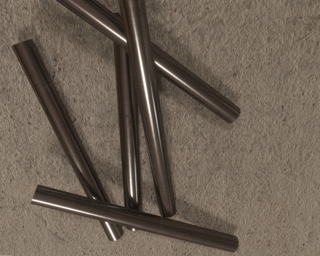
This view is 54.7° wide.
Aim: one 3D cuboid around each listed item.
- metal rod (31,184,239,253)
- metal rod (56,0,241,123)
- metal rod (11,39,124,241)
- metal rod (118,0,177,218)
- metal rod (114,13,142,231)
[{"bbox_3d":[-0.022,0.131,0.432,0.302,0.025,0.025,20,109,-18],"label":"metal rod"},{"bbox_3d":[-0.022,-0.092,0.351,0.301,0.025,0.025,32,107,-21],"label":"metal rod"},{"bbox_3d":[-0.116,0.030,0.419,0.025,0.025,0.298,-18,109,6],"label":"metal rod"},{"bbox_3d":[-0.008,-0.003,0.377,0.025,0.025,0.298,-8,122,2],"label":"metal rod"},{"bbox_3d":[-0.041,0.006,0.411,0.025,0.025,0.298,-1,110,0],"label":"metal rod"}]
